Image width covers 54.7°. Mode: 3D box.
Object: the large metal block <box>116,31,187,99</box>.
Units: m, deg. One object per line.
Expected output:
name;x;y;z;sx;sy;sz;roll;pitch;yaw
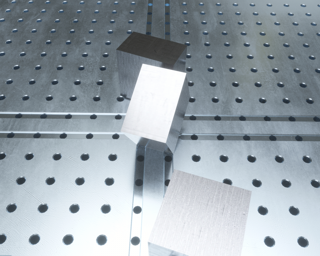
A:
large metal block;-0.011;-0.080;0.437;0.080;0.080;0.050;18;50;14

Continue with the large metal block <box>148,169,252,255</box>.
large metal block;0.040;0.098;0.310;0.080;0.050;0.080;15;51;11

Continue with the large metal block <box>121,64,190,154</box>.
large metal block;-0.001;-0.019;0.370;0.050;0.080;0.080;14;79;11
